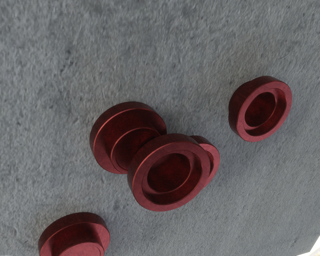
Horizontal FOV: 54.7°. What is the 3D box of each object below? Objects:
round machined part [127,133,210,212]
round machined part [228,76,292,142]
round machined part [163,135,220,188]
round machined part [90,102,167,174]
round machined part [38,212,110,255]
[{"bbox_3d":[0.007,0.049,0.374,0.099,0.042,0.097,-11,120,-19],"label":"round machined part"},{"bbox_3d":[0.141,-0.031,0.456,0.099,0.042,0.097,-14,125,-21],"label":"round machined part"},{"bbox_3d":[0.034,0.052,0.446,0.099,0.042,0.097,-16,127,-22],"label":"round machined part"},{"bbox_3d":[-0.035,0.019,0.390,0.099,0.042,0.097,-14,125,-21],"label":"round machined part"},{"bbox_3d":[-0.118,0.171,0.439,0.099,0.042,0.097,-14,125,-21],"label":"round machined part"}]
